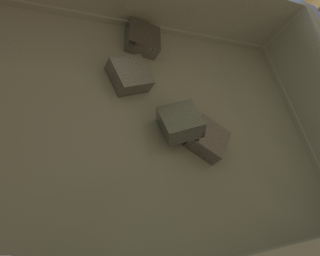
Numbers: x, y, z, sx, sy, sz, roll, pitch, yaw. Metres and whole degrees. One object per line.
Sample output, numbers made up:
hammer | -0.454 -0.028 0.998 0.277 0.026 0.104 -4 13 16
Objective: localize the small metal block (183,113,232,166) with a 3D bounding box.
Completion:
small metal block | 0.067 0.016 0.434 0.050 0.025 0.050 34 51 -6

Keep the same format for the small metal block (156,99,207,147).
small metal block | 0.027 -0.008 0.408 0.050 0.025 0.050 -14 49 -13

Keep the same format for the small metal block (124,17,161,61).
small metal block | -0.027 -0.137 0.476 0.050 0.025 0.050 12 57 -22

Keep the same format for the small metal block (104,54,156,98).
small metal block | -0.042 -0.073 0.429 0.050 0.025 0.050 -15 70 -35
